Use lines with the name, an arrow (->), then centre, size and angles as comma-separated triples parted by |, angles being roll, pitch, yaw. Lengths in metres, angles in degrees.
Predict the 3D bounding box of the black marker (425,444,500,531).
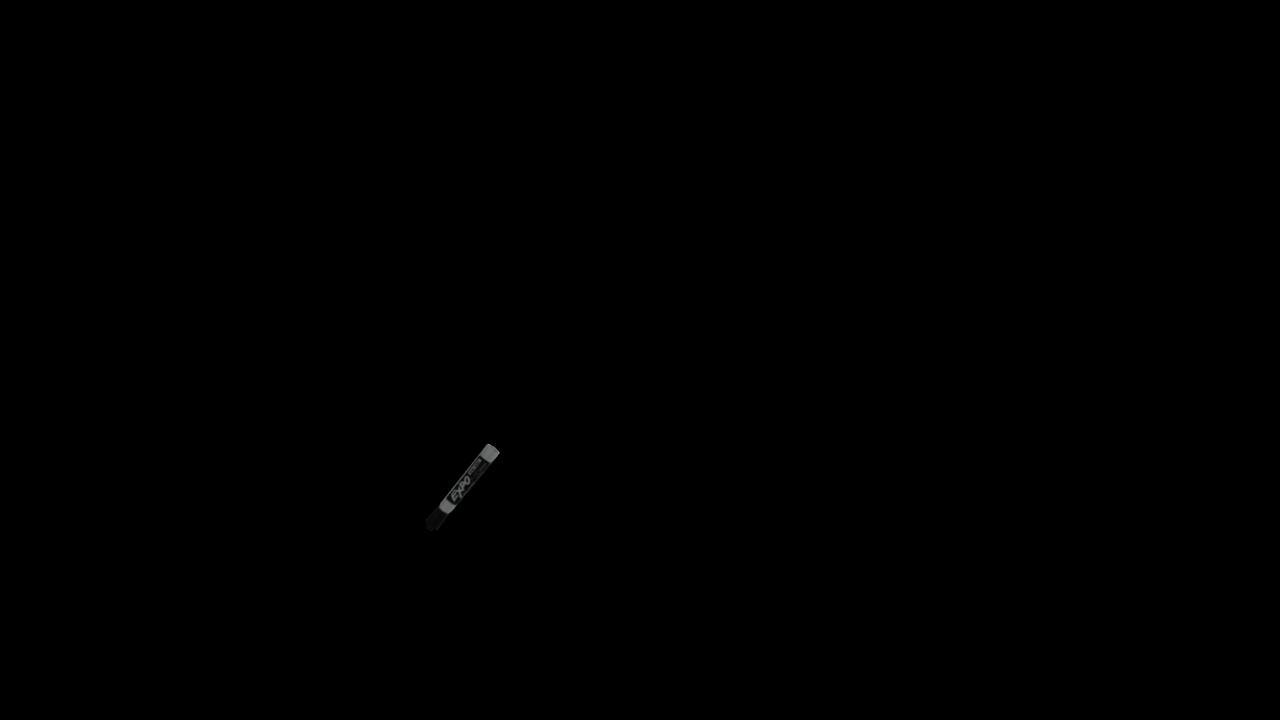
black marker -> -0.212, 0.152, 0.731 | 0.020, 0.121, 0.020 | 38, -3, 3
